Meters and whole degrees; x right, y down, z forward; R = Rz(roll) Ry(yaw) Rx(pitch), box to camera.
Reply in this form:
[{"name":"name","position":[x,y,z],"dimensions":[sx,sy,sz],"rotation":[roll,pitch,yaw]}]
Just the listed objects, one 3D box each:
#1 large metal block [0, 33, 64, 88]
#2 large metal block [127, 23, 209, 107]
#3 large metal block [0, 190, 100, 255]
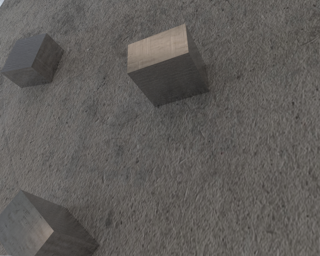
[{"name":"large metal block","position":[-0.243,-0.128,0.595],"dimensions":[0.080,0.050,0.080],"rotation":[-3,60,26]},{"name":"large metal block","position":[0.012,-0.079,0.411],"dimensions":[0.080,0.080,0.050],"rotation":[-15,56,20]},{"name":"large metal block","position":[-0.132,0.125,0.361],"dimensions":[0.080,0.080,0.050],"rotation":[30,79,37]}]
